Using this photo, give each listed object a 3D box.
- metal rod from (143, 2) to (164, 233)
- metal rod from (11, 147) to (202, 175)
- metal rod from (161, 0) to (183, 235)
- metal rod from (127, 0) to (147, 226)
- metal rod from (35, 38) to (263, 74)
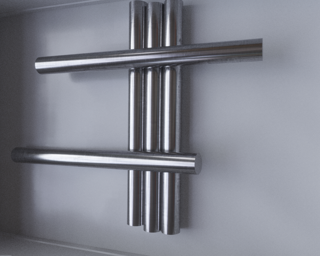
[{"bbox_3d":[-0.008,-0.014,0.412,0.025,0.025,0.298,1,90,20],"label":"metal rod"},{"bbox_3d":[-0.090,0.042,0.422,0.300,0.025,0.025,0,90,27],"label":"metal rod"},{"bbox_3d":[0.016,-0.014,0.403,0.025,0.025,0.298,1,90,20],"label":"metal rod"},{"bbox_3d":[-0.031,-0.019,0.421,0.025,0.025,0.298,1,90,20],"label":"metal rod"},{"bbox_3d":[-0.028,-0.088,0.392,0.301,0.025,0.025,0,90,20],"label":"metal rod"}]
